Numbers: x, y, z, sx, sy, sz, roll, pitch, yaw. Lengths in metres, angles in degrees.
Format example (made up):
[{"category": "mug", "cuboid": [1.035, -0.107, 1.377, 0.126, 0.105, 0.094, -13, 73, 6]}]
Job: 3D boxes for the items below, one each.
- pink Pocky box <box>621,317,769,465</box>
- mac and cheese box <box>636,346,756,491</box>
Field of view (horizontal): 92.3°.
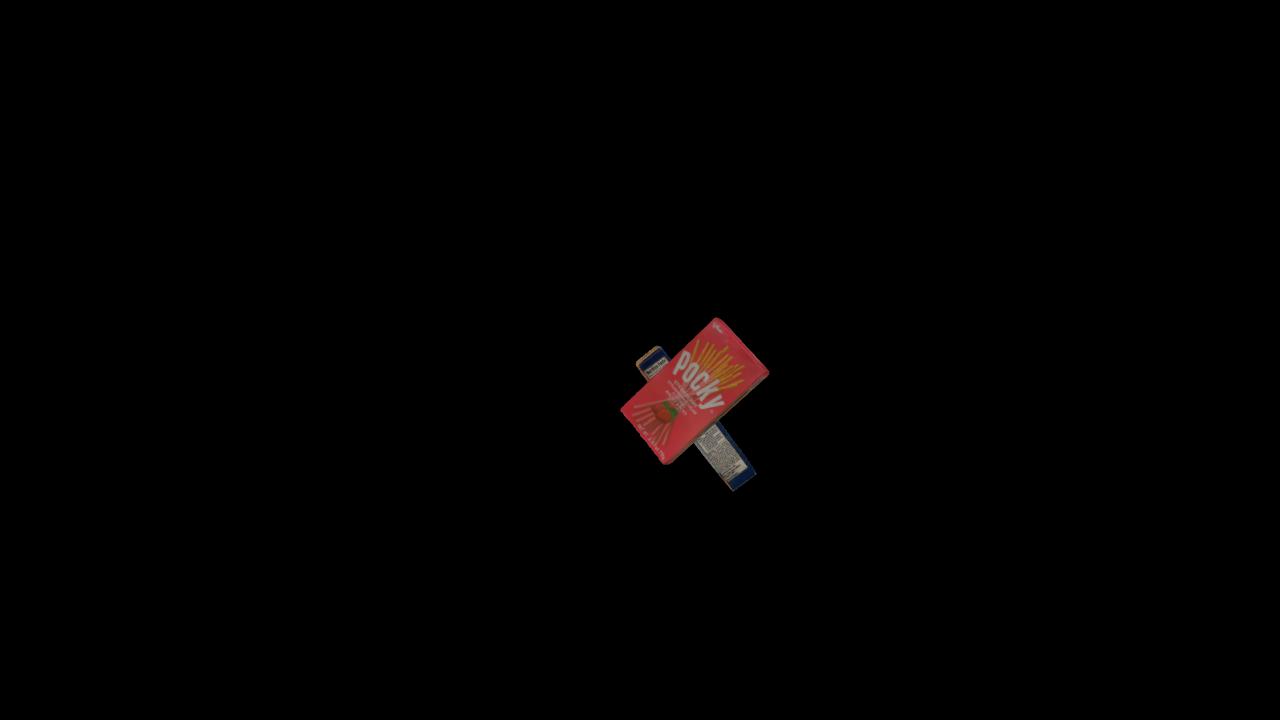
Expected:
[{"category": "pink Pocky box", "cuboid": [0.059, 0.035, 0.681, 0.155, 0.084, 0.029, -44, -20, 13]}, {"category": "mac and cheese box", "cuboid": [0.064, 0.066, 0.739, 0.041, 0.184, 0.093, -37, 2, 2]}]
